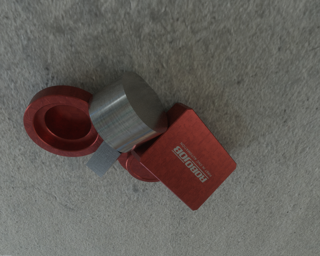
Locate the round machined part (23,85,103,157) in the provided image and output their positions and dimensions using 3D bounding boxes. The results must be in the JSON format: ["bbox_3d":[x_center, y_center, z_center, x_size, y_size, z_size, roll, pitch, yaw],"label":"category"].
[{"bbox_3d":[-0.112,-0.012,0.385,0.099,0.042,0.097,-1,130,0],"label":"round machined part"}]

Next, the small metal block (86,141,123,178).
[{"bbox_3d":[-0.060,0.028,0.391,0.025,0.050,0.050,41,122,-1],"label":"small metal block"}]

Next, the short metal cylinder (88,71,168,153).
[{"bbox_3d":[-0.035,-0.018,0.358,0.050,0.080,0.080,-31,124,23],"label":"short metal cylinder"}]

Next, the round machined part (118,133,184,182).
[{"bbox_3d":[-0.011,0.038,0.430,0.099,0.042,0.097,-1,130,0],"label":"round machined part"}]

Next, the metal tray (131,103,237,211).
[{"bbox_3d":[0.036,0.041,0.412,0.090,0.030,0.130,-46,122,-5],"label":"metal tray"}]
